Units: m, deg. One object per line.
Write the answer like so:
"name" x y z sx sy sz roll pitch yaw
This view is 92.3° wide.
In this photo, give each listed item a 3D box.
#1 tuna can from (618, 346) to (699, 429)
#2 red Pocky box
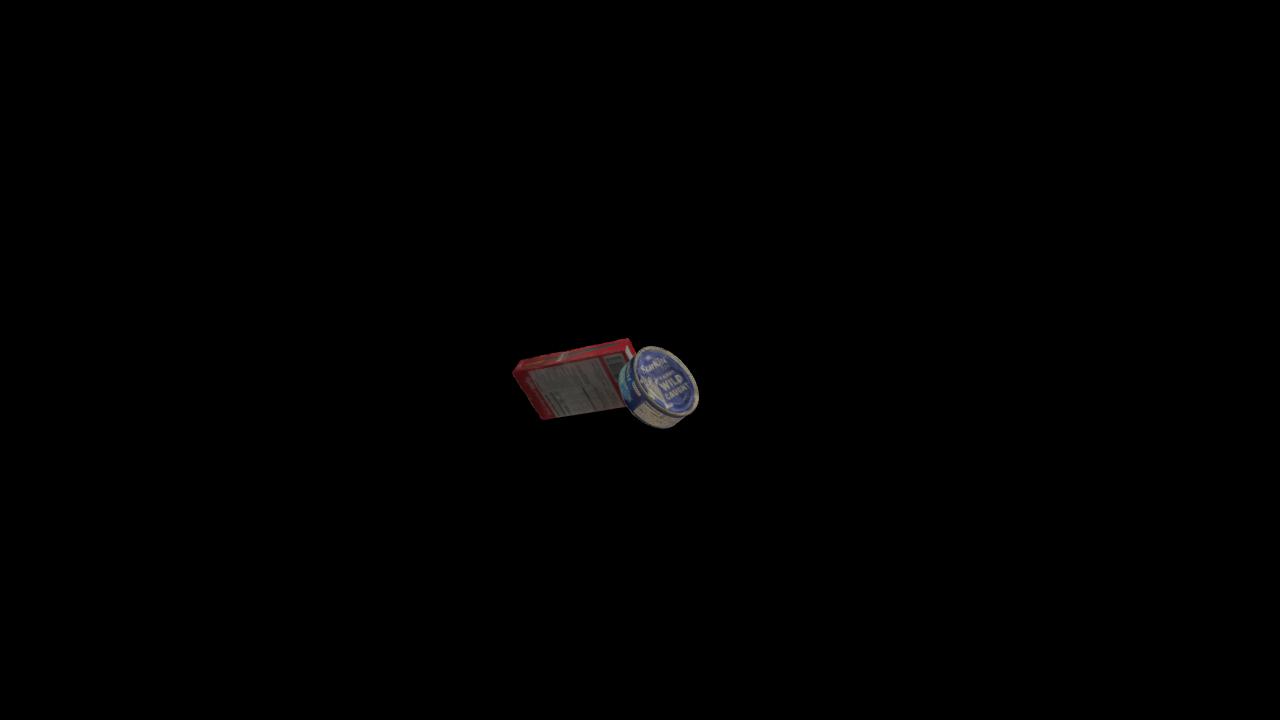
"tuna can" 0.019 0.029 0.640 0.084 0.084 0.034 0 -32 -44
"red Pocky box" -0.067 0.025 0.729 0.155 0.083 0.028 -10 36 24
